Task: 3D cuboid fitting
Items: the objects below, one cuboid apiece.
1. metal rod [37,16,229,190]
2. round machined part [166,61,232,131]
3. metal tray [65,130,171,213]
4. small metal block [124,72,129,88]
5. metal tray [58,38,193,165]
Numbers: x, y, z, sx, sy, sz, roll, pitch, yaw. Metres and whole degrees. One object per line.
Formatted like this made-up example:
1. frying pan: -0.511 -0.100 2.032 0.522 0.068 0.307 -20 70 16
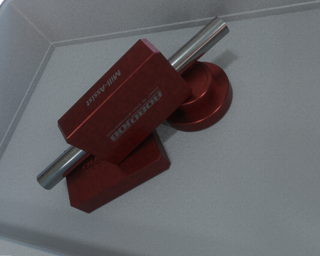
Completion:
1. metal rod: -0.037 -0.028 0.388 0.300 0.025 0.025 -41 51 5
2. round machined part: 0.040 -0.048 0.400 0.098 0.042 0.098 -13 56 20
3. metal tray: -0.061 0.041 0.406 0.130 0.030 0.090 -30 52 8
4. small metal block: -0.029 -0.050 0.432 0.025 0.050 0.050 -38 51 2
5. metal tray: -0.035 -0.023 0.345 0.130 0.090 0.030 -44 54 6
